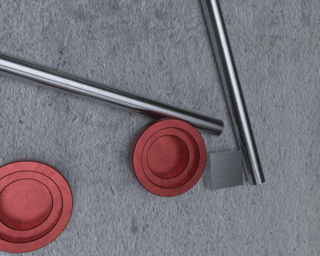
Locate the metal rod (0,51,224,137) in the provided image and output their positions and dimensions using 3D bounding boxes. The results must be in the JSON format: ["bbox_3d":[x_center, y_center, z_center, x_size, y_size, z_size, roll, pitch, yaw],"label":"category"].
[{"bbox_3d":[-0.054,-0.038,0.389,0.302,0.025,0.025,16,85,-20],"label":"metal rod"}]

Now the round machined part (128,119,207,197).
[{"bbox_3d":[0.007,0.036,0.401,0.099,0.042,0.097,-1,93,-19],"label":"round machined part"}]

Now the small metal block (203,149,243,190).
[{"bbox_3d":[0.089,0.058,0.442,0.050,0.025,0.050,-5,92,-20],"label":"small metal block"}]

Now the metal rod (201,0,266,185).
[{"bbox_3d":[0.104,-0.062,0.447,0.025,0.025,0.298,-18,96,-19],"label":"metal rod"}]

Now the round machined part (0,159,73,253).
[{"bbox_3d":[-0.150,0.083,0.345,0.099,0.042,0.097,0,90,-20],"label":"round machined part"}]
